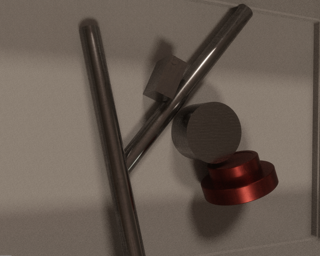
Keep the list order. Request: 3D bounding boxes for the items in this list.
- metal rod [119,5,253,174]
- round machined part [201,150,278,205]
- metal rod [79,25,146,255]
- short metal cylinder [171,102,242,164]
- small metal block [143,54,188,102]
[{"bbox_3d":[0.036,-0.057,0.424,0.025,0.025,0.300,42,77,-16],"label":"metal rod"},{"bbox_3d":[0.101,0.061,0.411,0.099,0.098,0.042,-20,97,-19],"label":"round machined part"},{"bbox_3d":[-0.056,0.025,0.368,0.025,0.025,0.298,-10,85,-20],"label":"metal rod"},{"bbox_3d":[0.062,0.006,0.422,0.081,0.050,0.079,0,90,-21],"label":"short metal cylinder"},{"bbox_3d":[0.006,-0.063,0.400,0.025,0.050,0.050,25,82,-19],"label":"small metal block"}]
